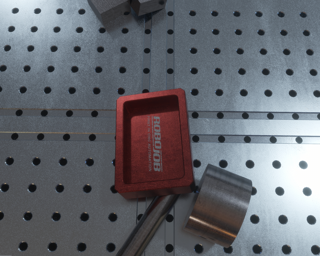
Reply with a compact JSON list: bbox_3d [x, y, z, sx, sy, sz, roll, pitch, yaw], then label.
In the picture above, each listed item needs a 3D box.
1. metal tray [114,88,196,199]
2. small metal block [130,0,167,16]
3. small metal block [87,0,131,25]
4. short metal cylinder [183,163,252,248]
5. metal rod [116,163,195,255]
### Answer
[{"bbox_3d":[-0.007,0.017,0.385,0.090,0.030,0.130,-7,62,8],"label":"metal tray"},{"bbox_3d":[-0.024,-0.207,0.481,0.050,0.025,0.050,-27,72,-24],"label":"small metal block"},{"bbox_3d":[-0.081,-0.198,0.483,0.050,0.025,0.050,-31,73,-11],"label":"small metal block"},{"bbox_3d":[0.064,0.087,0.351,0.050,0.080,0.080,21,72,7],"label":"short metal cylinder"},{"bbox_3d":[-0.050,0.167,0.350,0.025,0.025,0.300,32,73,11],"label":"metal rod"}]
